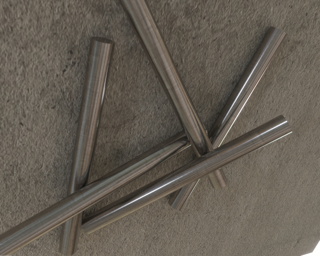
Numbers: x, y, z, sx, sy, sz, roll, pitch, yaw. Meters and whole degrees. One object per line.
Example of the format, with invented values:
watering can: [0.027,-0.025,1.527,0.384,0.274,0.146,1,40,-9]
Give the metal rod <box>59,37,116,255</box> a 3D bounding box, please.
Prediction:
metal rod: [-0.095,0.041,0.379,0.025,0.025,0.298,1,118,-29]

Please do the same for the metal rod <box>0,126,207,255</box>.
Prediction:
metal rod: [-0.064,0.070,0.387,0.302,0.025,0.025,-29,129,-21]

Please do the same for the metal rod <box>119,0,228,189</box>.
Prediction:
metal rod: [0.025,-0.032,0.376,0.025,0.025,0.299,-33,122,-7]

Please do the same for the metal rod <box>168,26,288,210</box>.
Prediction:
metal rod: [0.091,-0.003,0.454,0.025,0.025,0.298,16,110,-35]

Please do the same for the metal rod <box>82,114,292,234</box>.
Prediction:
metal rod: [0.026,0.066,0.407,0.300,0.025,0.025,-29,131,12]
